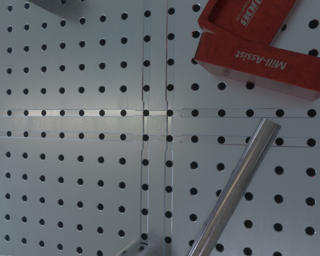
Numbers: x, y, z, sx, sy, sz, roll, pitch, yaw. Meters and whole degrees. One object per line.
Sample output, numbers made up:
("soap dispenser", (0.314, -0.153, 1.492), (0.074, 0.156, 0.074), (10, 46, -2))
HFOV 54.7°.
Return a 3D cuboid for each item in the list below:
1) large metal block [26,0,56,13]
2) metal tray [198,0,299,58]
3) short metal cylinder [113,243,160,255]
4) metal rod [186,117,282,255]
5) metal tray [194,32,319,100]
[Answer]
("large metal block", (-0.206, -0.223, 0.456), (0.080, 0.080, 0.050), (31, 100, 17))
("metal tray", (0.116, -0.160, 0.368), (0.090, 0.030, 0.129), (33, 100, 17))
("short metal cylinder", (-0.037, 0.202, 0.412), (0.080, 0.050, 0.079), (0, 90, 19))
("metal rod", (0.067, 0.125, 0.388), (0.025, 0.025, 0.298), (29, 99, 17))
("metal tray", (0.111, -0.065, 0.338), (0.130, 0.090, 0.030), (19, 97, 19))
